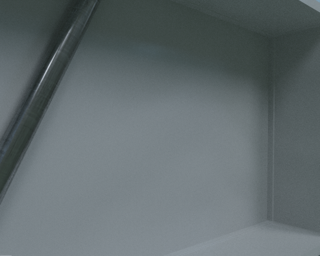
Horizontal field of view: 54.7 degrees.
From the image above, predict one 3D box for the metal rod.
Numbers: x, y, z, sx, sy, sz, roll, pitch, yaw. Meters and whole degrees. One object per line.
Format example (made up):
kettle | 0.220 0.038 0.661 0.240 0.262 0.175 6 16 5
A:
metal rod | -0.117 -0.039 0.309 0.025 0.025 0.299 32 70 -36
